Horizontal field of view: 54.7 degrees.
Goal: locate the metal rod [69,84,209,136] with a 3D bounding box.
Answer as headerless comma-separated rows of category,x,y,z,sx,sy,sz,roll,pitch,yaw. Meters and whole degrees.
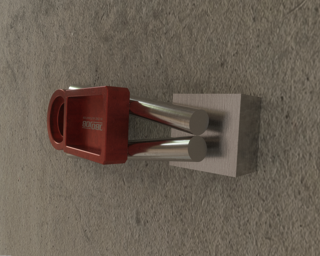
metal rod,-0.053,-0.033,0.406,0.300,0.025,0.025,18,101,51

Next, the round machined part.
round machined part,-0.146,-0.013,0.505,0.098,0.042,0.097,-1,89,50

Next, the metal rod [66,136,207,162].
metal rod,-0.056,0.029,0.409,0.299,0.025,0.025,-6,86,52

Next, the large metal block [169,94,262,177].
large metal block,0.059,0.004,0.338,0.080,0.050,0.079,5,93,39

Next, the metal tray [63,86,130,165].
metal tray,-0.088,-0.006,0.406,0.130,0.030,0.089,5,93,52
